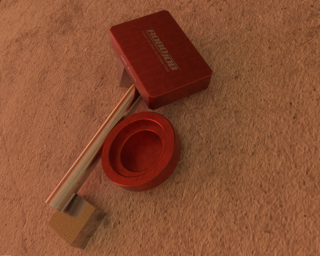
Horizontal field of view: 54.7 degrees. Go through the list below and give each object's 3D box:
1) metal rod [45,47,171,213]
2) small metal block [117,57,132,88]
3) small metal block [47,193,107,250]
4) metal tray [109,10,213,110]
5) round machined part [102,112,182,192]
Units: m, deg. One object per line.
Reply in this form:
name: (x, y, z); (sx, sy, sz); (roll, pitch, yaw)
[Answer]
metal rod: (-0.051, -0.022, 0.425); (0.025, 0.025, 0.300); (19, 66, 35)
small metal block: (-0.047, -0.096, 0.467); (0.025, 0.050, 0.050); (2, 53, -18)
small metal block: (-0.103, 0.113, 0.387); (0.050, 0.025, 0.050); (24, 75, 36)
metal tray: (-0.001, -0.096, 0.418); (0.091, 0.030, 0.130); (-23, 65, -15)
round machined part: (-0.019, 0.032, 0.382); (0.098, 0.042, 0.098); (-13, 56, 20)
